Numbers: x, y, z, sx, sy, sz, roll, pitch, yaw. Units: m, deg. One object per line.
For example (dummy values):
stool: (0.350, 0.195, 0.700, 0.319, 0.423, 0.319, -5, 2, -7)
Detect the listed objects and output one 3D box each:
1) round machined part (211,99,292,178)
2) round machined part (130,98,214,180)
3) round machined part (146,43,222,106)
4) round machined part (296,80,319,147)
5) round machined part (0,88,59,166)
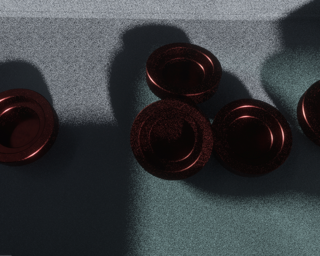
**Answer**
round machined part: (0.112, 0.015, 0.396, 0.099, 0.042, 0.098, 0, 70, 0)
round machined part: (0.017, 0.011, 0.381, 0.098, 0.042, 0.097, 2, 100, 12)
round machined part: (0.030, -0.067, 0.416, 0.099, 0.042, 0.098, 2, 54, -2)
round machined part: (0.229, -0.014, 0.406, 0.099, 0.042, 0.098, 0, 70, 1)
round machined part: (-0.179, 0.002, 0.399, 0.099, 0.042, 0.098, 0, 70, 0)
